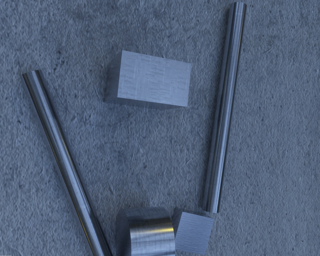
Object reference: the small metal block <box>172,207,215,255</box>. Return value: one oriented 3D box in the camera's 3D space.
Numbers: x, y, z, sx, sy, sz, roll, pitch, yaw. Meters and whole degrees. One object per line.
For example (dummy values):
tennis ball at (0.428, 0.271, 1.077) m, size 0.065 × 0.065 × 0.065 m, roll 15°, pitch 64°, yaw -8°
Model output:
small metal block at (0.041, 0.141, 0.426) m, size 0.050 × 0.025 × 0.050 m, roll 18°, pitch 84°, yaw -20°

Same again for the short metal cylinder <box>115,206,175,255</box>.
short metal cylinder at (-0.021, 0.137, 0.373) m, size 0.050 × 0.080 × 0.079 m, roll 2°, pitch 90°, yaw -20°

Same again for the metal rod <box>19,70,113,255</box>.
metal rod at (-0.100, 0.077, 0.372) m, size 0.025 × 0.025 × 0.298 m, roll -21°, pitch 97°, yaw -19°

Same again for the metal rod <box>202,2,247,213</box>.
metal rod at (0.093, -0.031, 0.444) m, size 0.025 × 0.025 × 0.298 m, roll 9°, pitch 87°, yaw -20°

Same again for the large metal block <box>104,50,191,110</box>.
large metal block at (-0.018, -0.053, 0.374) m, size 0.081 × 0.080 × 0.050 m, roll 6°, pitch 88°, yaw -20°
